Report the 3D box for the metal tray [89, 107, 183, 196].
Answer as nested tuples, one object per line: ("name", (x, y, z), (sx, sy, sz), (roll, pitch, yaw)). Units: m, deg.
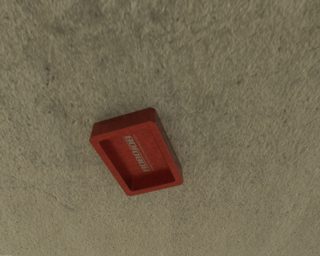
("metal tray", (-0.029, 0.039, 0.436), (0.090, 0.030, 0.130), (-15, 129, 12))
